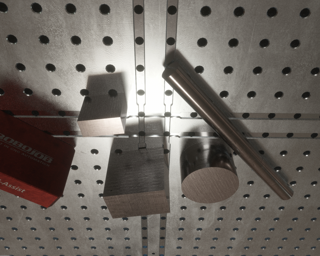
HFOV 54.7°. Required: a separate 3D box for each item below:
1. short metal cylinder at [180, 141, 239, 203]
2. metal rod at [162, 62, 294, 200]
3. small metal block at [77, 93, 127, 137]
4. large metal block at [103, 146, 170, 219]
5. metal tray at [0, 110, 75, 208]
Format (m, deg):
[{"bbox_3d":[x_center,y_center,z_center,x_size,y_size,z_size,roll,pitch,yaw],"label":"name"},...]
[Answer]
[{"bbox_3d":[0.070,0.066,0.452,0.081,0.050,0.079,-1,130,0],"label":"short metal cylinder"},{"bbox_3d":[0.109,0.020,0.430,0.025,0.025,0.300,-33,123,24],"label":"metal rod"},{"bbox_3d":[-0.069,-0.017,0.380,0.050,0.050,0.025,-5,130,4],"label":"small metal block"},{"bbox_3d":[-0.030,0.076,0.440,0.080,0.080,0.050,-7,130,6],"label":"large metal block"},{"bbox_3d":[-0.182,0.036,0.396,0.131,0.090,0.030,32,123,-24],"label":"metal tray"}]
